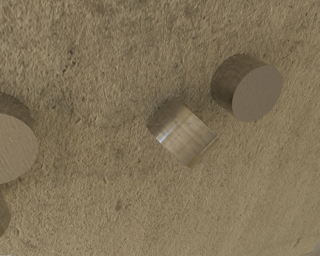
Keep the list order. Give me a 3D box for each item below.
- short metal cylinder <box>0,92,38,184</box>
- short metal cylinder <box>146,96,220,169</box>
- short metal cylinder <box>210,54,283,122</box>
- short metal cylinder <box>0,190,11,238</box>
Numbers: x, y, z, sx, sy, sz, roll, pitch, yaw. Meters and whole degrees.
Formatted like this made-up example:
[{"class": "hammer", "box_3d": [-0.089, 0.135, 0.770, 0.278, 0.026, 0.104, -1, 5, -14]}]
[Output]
[{"class": "short metal cylinder", "box_3d": [-0.166, 0.009, 0.305, 0.081, 0.050, 0.079, -14, 124, -21]}, {"class": "short metal cylinder", "box_3d": [0.028, 0.005, 0.390, 0.050, 0.080, 0.080, -46, 129, 4]}, {"class": "short metal cylinder", "box_3d": [0.116, -0.054, 0.420, 0.081, 0.050, 0.079, -14, 124, -21]}, {"class": "short metal cylinder", "box_3d": [-0.202, 0.086, 0.314, 0.081, 0.080, 0.050, -18, 126, -18]}]
